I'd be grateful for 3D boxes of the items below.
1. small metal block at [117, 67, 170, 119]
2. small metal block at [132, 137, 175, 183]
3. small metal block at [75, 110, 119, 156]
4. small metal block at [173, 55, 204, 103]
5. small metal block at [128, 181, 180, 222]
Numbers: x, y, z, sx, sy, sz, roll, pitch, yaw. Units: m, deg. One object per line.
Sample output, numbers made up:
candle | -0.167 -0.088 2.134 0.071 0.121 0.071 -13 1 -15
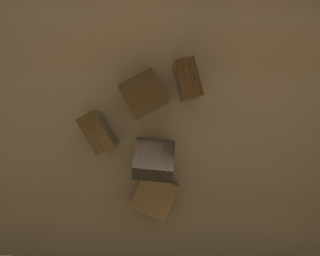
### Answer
small metal block | -0.021 -0.045 0.411 0.050 0.025 0.050 -29 90 0
small metal block | -0.008 0.041 0.397 0.050 0.025 0.050 6 46 0
small metal block | -0.079 0.006 0.398 0.025 0.050 0.050 -29 90 0
small metal block | 0.035 -0.061 0.399 0.025 0.050 0.050 -15 90 0
small metal block | -0.007 0.089 0.411 0.050 0.025 0.050 24 90 0
